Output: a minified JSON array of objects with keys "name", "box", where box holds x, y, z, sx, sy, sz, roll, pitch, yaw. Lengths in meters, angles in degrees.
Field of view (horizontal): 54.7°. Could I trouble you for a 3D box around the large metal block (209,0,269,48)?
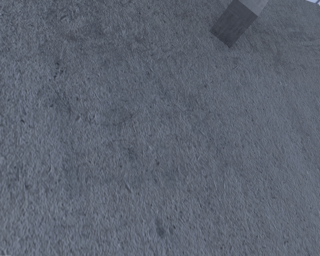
[{"name":"large metal block","box":[0.147,-0.209,0.575,0.050,0.080,0.080,38,51,-3]}]
